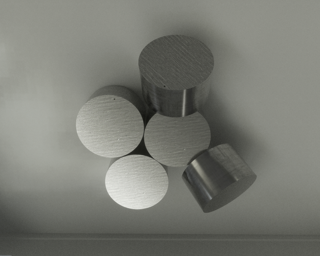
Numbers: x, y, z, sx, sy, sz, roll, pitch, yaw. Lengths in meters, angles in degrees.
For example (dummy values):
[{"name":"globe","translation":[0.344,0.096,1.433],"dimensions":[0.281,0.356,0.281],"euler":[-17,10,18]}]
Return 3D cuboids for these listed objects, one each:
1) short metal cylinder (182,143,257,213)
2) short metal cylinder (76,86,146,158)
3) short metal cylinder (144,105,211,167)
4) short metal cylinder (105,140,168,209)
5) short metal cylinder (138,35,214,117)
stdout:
[{"name":"short metal cylinder","translation":[0.076,0.065,0.399],"dimensions":[0.081,0.050,0.080],"euler":[-25,149,-16]},{"name":"short metal cylinder","translation":[-0.059,-0.009,0.391],"dimensions":[0.081,0.050,0.079],"euler":[0,110,-1]},{"name":"short metal cylinder","translation":[0.021,0.003,0.397],"dimensions":[0.081,0.050,0.079],"euler":[0,110,-1]},{"name":"short metal cylinder","translation":[-0.030,0.061,0.418],"dimensions":[0.081,0.050,0.079],"euler":[0,110,-1]},{"name":"short metal cylinder","translation":[0.018,-0.059,0.351],"dimensions":[0.081,0.080,0.050],"euler":[-3,149,0]}]
